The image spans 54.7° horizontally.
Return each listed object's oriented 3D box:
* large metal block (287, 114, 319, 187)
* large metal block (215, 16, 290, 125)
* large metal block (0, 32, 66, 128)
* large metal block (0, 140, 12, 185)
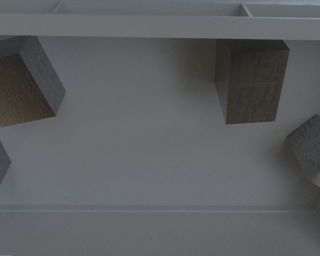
[{"bbox_3d":[0.227,0.039,0.410,0.080,0.080,0.050,28,124,-22],"label":"large metal block"},{"bbox_3d":[0.089,-0.061,0.322,0.050,0.080,0.079,-4,130,3],"label":"large metal block"},{"bbox_3d":[-0.165,-0.051,0.347,0.080,0.050,0.080,-11,130,8],"label":"large metal block"},{"bbox_3d":[-0.250,0.048,0.410,0.050,0.080,0.079,-2,130,1],"label":"large metal block"}]
